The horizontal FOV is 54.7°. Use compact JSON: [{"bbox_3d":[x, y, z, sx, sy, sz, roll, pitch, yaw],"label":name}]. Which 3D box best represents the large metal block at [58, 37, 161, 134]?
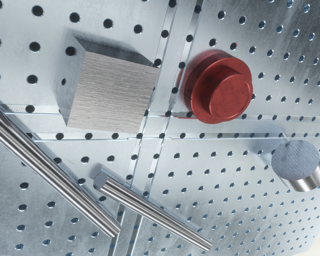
[{"bbox_3d":[-0.057,-0.044,0.338,0.081,0.050,0.079,7,115,-32],"label":"large metal block"}]

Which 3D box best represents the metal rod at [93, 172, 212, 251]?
[{"bbox_3d":[0.005,0.149,0.508,0.025,0.025,0.300,-45,130,3],"label":"metal rod"}]

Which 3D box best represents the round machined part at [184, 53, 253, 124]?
[{"bbox_3d":[0.085,-0.047,0.420,0.099,0.042,0.097,-14,124,-21],"label":"round machined part"}]

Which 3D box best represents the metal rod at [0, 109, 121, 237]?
[{"bbox_3d":[-0.131,0.055,0.374,0.025,0.025,0.299,-36,129,-5],"label":"metal rod"}]

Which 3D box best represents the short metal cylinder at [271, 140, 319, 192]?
[{"bbox_3d":[0.249,0.068,0.557,0.080,0.080,0.050,-45,130,3],"label":"short metal cylinder"}]
